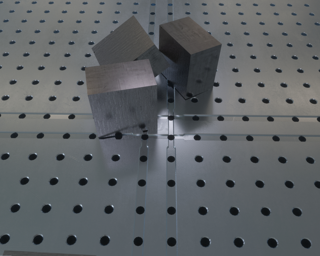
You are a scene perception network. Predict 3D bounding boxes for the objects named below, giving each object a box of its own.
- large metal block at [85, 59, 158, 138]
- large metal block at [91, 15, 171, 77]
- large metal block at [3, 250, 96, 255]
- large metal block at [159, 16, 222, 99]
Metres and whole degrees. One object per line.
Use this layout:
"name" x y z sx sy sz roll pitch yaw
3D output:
"large metal block" -0.048 -0.037 0.403 0.081 0.080 0.050 -10 51 -8
"large metal block" -0.044 -0.105 0.459 0.080 0.050 0.080 -36 53 8
"large metal block" -0.097 0.154 0.261 0.080 0.050 0.080 3 50 2
"large metal block" 0.040 -0.104 0.459 0.050 0.080 0.080 -23 54 -20
